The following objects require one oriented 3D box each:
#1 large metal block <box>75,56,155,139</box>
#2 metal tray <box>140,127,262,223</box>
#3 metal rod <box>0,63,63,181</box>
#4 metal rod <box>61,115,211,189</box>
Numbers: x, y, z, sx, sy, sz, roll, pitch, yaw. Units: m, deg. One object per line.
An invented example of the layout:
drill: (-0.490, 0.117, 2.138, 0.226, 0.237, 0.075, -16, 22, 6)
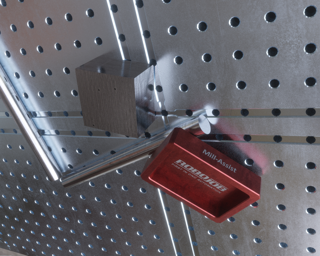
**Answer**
large metal block: (-0.054, -0.041, 0.397, 0.080, 0.050, 0.079, 12, 124, 21)
metal tray: (0.051, 0.065, 0.400, 0.130, 0.030, 0.089, 32, 133, -7)
metal rod: (-0.241, -0.040, 0.510, 0.025, 0.025, 0.299, -9, 114, 31)
metal rod: (-0.055, 0.046, 0.466, 0.299, 0.025, 0.025, -25, 105, 36)
